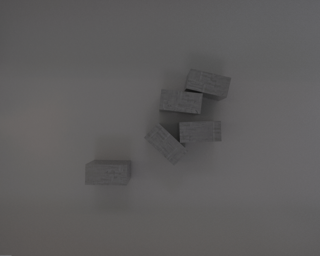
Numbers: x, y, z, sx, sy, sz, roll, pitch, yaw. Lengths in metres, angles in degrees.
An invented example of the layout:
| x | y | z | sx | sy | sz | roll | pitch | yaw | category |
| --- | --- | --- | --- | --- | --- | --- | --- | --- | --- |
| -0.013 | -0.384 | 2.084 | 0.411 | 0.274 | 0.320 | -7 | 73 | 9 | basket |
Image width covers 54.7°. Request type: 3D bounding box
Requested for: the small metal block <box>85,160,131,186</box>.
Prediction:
| x | y | z | sx | sy | sz | roll | pitch | yaw | category |
| --- | --- | --- | --- | --- | --- | --- | --- | --- | --- |
| -0.065 | 0.057 | 0.398 | 0.050 | 0.050 | 0.025 | 1 | 90 | 0 | small metal block |

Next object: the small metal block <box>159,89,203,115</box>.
| x | y | z | sx | sy | sz | roll | pitch | yaw | category |
| --- | --- | --- | --- | --- | --- | --- | --- | --- | --- |
| 0.025 | -0.032 | 0.399 | 0.050 | 0.050 | 0.025 | 7 | 90 | 0 | small metal block |

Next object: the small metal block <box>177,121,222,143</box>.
| x | y | z | sx | sy | sz | roll | pitch | yaw | category |
| --- | --- | --- | --- | --- | --- | --- | --- | --- | --- |
| 0.049 | 0.004 | 0.399 | 0.050 | 0.050 | 0.025 | -2 | 90 | 0 | small metal block |

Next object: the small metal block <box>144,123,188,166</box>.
| x | y | z | sx | sy | sz | roll | pitch | yaw | category |
| --- | --- | --- | --- | --- | --- | --- | --- | --- | --- |
| 0.007 | 0.020 | 0.399 | 0.050 | 0.050 | 0.025 | 43 | 90 | 0 | small metal block |

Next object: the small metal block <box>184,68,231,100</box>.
| x | y | z | sx | sy | sz | roll | pitch | yaw | category |
| --- | --- | --- | --- | --- | --- | --- | --- | --- | --- |
| 0.059 | -0.054 | 0.399 | 0.050 | 0.050 | 0.025 | 13 | 90 | 0 | small metal block |
